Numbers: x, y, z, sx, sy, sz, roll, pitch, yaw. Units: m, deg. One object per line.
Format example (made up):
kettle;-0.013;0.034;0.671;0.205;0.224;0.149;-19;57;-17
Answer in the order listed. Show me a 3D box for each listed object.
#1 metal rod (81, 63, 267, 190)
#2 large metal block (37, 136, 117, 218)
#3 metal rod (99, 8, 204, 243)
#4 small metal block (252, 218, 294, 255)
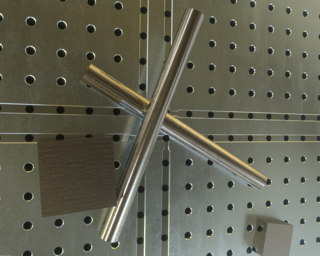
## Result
metal rod;0.031;0.007;0.425;0.301;0.025;0.025;32;80;-18
large metal block;-0.098;0.052;0.364;0.081;0.050;0.079;-4;92;-20
metal rod;-0.011;-0.001;0.384;0.025;0.025;0.298;20;92;-19
small metal block;0.175;0.170;0.480;0.050;0.025;0.050;11;86;-20
